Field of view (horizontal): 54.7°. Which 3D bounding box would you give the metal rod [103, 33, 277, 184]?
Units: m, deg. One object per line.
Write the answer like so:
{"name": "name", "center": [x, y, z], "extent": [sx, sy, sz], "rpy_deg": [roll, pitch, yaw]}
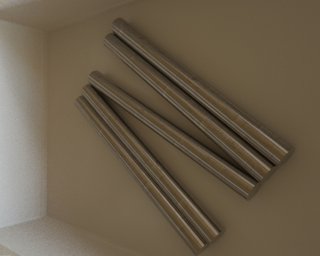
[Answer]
{"name": "metal rod", "center": [0.018, -0.042, 0.390], "extent": [0.300, 0.025, 0.025], "rpy_deg": [44, 117, 31]}

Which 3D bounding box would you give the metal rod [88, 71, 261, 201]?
{"name": "metal rod", "center": [-0.002, -0.007, 0.407], "extent": [0.300, 0.025, 0.025], "rpy_deg": [36, 112, 34]}

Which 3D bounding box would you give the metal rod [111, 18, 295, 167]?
{"name": "metal rod", "center": [0.031, -0.061, 0.380], "extent": [0.300, 0.025, 0.025], "rpy_deg": [44, 117, 31]}

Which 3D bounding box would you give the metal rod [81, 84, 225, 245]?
{"name": "metal rod", "center": [-0.026, 0.032, 0.427], "extent": [0.300, 0.025, 0.025], "rpy_deg": [46, 117, 30]}

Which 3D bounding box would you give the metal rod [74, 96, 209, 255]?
{"name": "metal rod", "center": [-0.040, 0.049, 0.438], "extent": [0.300, 0.025, 0.025], "rpy_deg": [46, 117, 30]}
